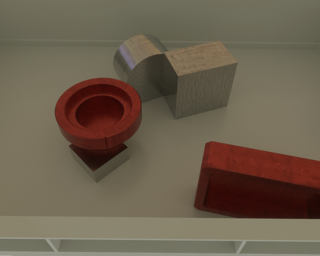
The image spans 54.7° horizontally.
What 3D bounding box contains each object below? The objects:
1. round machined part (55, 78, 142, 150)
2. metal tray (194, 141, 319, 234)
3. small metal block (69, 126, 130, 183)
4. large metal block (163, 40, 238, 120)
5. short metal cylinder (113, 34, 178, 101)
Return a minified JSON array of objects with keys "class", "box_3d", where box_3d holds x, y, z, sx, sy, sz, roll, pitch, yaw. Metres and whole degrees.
[{"class":"round machined part","box_3d":[-0.071,-0.013,0.372,0.099,0.042,0.098,1,50,0]},{"class":"metal tray","box_3d":[0.104,0.062,0.311,0.131,0.089,0.030,10,51,8]},{"class":"small metal block","box_3d":[-0.074,0.030,0.379,0.050,0.025,0.050,-36,59,-26]},{"class":"large metal block","box_3d":[0.051,-0.065,0.424,0.081,0.080,0.050,-15,52,-13]},{"class":"short metal cylinder","box_3d":[-0.020,-0.085,0.441,0.081,0.080,0.050,-20,53,-17]}]
